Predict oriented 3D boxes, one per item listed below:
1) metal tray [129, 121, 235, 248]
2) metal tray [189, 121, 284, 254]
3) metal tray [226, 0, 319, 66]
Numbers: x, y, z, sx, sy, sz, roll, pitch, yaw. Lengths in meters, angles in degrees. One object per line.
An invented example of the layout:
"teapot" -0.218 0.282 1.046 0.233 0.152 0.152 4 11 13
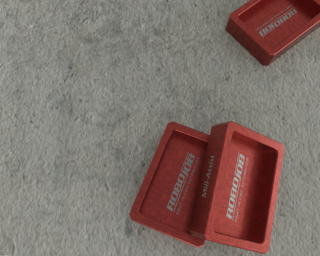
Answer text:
"metal tray" 0.029 0.067 0.381 0.090 0.030 0.130 21 71 7
"metal tray" 0.091 0.067 0.356 0.091 0.030 0.130 22 73 -23
"metal tray" 0.178 -0.164 0.467 0.131 0.030 0.090 -37 74 -13
